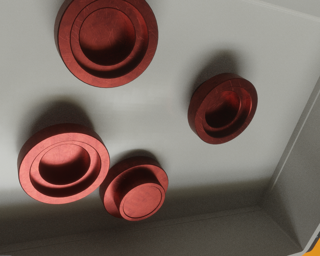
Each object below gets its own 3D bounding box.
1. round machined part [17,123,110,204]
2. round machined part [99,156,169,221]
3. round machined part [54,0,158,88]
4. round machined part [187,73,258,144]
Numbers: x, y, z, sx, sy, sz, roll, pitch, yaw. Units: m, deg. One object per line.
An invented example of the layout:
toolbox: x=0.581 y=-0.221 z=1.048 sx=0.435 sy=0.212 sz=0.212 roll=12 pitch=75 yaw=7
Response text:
round machined part: x=-0.112 y=0.037 z=0.359 sx=0.099 sy=0.042 sz=0.097 roll=-14 pitch=124 yaw=-21
round machined part: x=-0.032 y=0.091 z=0.437 sx=0.099 sy=0.042 sz=0.097 roll=-14 pitch=124 yaw=-21
round machined part: x=-0.055 y=-0.093 z=0.310 sx=0.099 sy=0.042 sz=0.097 roll=-14 pitch=124 yaw=-21
round machined part: x=0.080 y=-0.030 z=0.423 sx=0.099 sy=0.042 sz=0.097 roll=-14 pitch=124 yaw=-21
